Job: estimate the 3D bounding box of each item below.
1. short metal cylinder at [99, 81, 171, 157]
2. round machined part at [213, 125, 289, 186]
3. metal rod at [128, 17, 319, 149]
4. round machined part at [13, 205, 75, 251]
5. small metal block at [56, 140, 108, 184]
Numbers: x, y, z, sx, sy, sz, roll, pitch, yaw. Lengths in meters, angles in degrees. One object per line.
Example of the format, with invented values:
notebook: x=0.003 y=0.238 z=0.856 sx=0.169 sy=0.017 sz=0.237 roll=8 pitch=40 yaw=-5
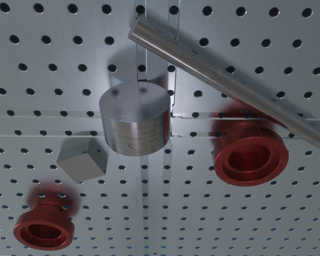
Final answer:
short metal cylinder: x=-0.028 y=-0.012 z=0.365 sx=0.081 sy=0.080 sz=0.050 roll=-1 pitch=130 yaw=0
round machined part: x=0.122 y=0.034 z=0.431 sx=0.099 sy=0.042 sz=0.097 roll=0 pitch=130 yaw=0
metal rod: x=0.099 y=-0.043 z=0.375 sx=0.302 sy=0.025 sz=0.025 roll=26 pitch=125 yaw=-21
round machined part: x=-0.200 y=0.172 z=0.545 sx=0.099 sy=0.042 sz=0.097 roll=0 pitch=130 yaw=0
small metal block: x=-0.113 y=0.051 z=0.454 sx=0.050 sy=0.025 sz=0.050 roll=-18 pitch=128 yaw=14
